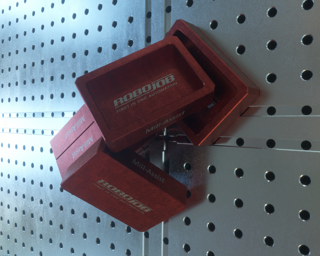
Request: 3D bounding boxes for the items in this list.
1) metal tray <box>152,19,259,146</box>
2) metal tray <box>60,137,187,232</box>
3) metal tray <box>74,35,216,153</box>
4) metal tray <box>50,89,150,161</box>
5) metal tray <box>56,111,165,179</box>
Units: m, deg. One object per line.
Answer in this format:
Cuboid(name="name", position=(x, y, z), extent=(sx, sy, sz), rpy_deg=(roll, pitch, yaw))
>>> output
Cuboid(name="metal tray", position=(0.041, -0.054, 0.369), extent=(0.090, 0.030, 0.130), rpy_deg=(-51, 61, 27))
Cuboid(name="metal tray", position=(-0.042, 0.073, 0.382), extent=(0.090, 0.130, 0.030), rpy_deg=(-39, 25, 33))
Cuboid(name="metal tray", position=(-0.016, -0.041, 0.347), extent=(0.131, 0.030, 0.090), rpy_deg=(-27, 66, -11))
Cuboid(name="metal tray", position=(-0.080, -0.001, 0.430), extent=(0.130, 0.091, 0.030), rpy_deg=(-39, 66, 32))
Cuboid(name="metal tray", position=(-0.067, 0.024, 0.418), extent=(0.130, 0.091, 0.030), rpy_deg=(-39, 66, 32))
